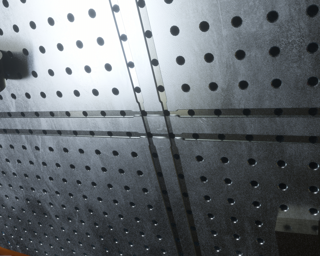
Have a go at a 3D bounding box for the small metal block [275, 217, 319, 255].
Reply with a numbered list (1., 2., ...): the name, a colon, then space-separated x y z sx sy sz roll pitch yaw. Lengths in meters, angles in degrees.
1. small metal block: 0.182 0.147 0.406 0.050 0.025 0.050 -4 117 30

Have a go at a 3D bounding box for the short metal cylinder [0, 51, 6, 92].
1. short metal cylinder: -0.281 -0.087 0.470 0.080 0.080 0.050 22 127 15
